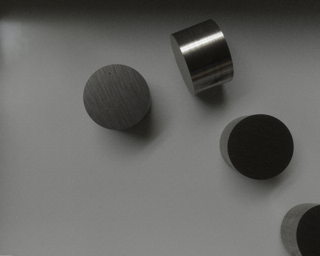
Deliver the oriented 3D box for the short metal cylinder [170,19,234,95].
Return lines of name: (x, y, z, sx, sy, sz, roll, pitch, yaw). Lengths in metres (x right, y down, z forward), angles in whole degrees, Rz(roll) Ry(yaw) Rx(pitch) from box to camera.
short metal cylinder: (0.051, -0.087, 0.384, 0.050, 0.080, 0.080, -22, 90, 0)

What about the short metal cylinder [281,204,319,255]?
short metal cylinder: (0.203, 0.137, 0.392, 0.080, 0.050, 0.080, 0, 77, 0)

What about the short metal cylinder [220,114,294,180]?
short metal cylinder: (0.122, 0.023, 0.400, 0.081, 0.050, 0.080, 0, 90, 0)

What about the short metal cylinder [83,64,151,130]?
short metal cylinder: (-0.052, -0.037, 0.398, 0.081, 0.050, 0.080, 0, 90, 0)
